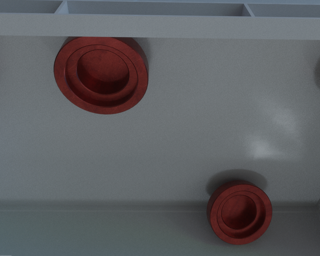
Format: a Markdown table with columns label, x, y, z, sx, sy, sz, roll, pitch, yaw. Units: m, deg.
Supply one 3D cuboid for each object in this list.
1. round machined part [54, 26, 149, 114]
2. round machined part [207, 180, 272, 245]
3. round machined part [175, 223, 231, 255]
| label | x | y | z | sx | sy | sz | roll | pitch | yaw |
| --- | --- | --- | --- | --- | --- | --- | --- | --- | --- |
| round machined part | -0.061 | -0.066 | 0.341 | 0.099 | 0.042 | 0.097 | 0 | 130 | 0 |
| round machined part | 0.121 | 0.129 | 0.489 | 0.099 | 0.042 | 0.097 | -1 | 98 | -6 |
| round machined part | 0.076 | 0.201 | 0.560 | 0.099 | 0.042 | 0.098 | 2 | 149 | 2 |
